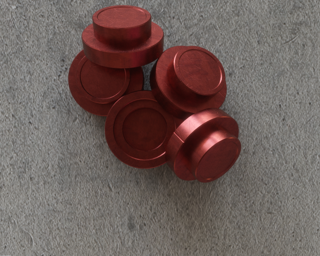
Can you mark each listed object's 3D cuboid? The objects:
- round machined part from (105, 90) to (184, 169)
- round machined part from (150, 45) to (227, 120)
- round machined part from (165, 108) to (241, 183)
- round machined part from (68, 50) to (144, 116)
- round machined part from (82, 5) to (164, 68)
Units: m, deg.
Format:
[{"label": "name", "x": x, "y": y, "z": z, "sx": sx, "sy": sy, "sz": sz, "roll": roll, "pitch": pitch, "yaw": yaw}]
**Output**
[{"label": "round machined part", "x": -0.019, "y": 0.002, "z": 0.402, "sx": 0.099, "sy": 0.042, "sz": 0.097, "roll": 0, "pitch": 90, "yaw": -1}, {"label": "round machined part", "x": 0.040, "y": -0.061, "z": 0.381, "sx": 0.099, "sy": 0.042, "sz": 0.098, "roll": 9, "pitch": 65, "yaw": -19}, {"label": "round machined part", "x": 0.059, "y": 0.028, "z": 0.376, "sx": 0.098, "sy": 0.098, "sz": 0.042, "roll": -43, "pitch": 50, "yaw": 0}, {"label": "round machined part", "x": -0.070, "y": -0.064, "z": 0.403, "sx": 0.099, "sy": 0.042, "sz": 0.097, "roll": 0, "pitch": 90, "yaw": -1}, {"label": "round machined part", "x": -0.044, "y": -0.115, "z": 0.373, "sx": 0.099, "sy": 0.098, "sz": 0.042, "roll": 1, "pitch": 132, "yaw": -1}]
